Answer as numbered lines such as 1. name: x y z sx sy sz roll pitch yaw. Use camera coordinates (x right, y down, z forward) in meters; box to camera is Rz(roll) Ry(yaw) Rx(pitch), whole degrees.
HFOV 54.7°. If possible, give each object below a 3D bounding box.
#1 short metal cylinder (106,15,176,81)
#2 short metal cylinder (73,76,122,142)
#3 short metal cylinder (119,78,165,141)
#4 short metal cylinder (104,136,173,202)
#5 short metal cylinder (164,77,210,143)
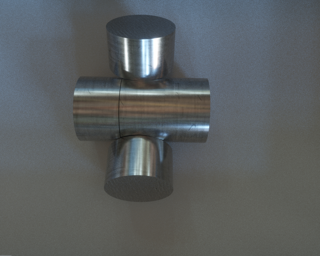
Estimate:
1. short metal cylinder: -0.023 -0.099 0.375 0.081 0.080 0.050 2 128 0
2. short metal cylinder: -0.071 -0.023 0.382 0.050 0.080 0.080 1 90 0
3. short metal cylinder: -0.020 -0.023 0.382 0.050 0.080 0.080 1 90 0
4. short metal cylinder: -0.025 0.051 0.375 0.081 0.080 0.050 0 56 0
5. short metal cylinder: 0.031 -0.022 0.383 0.050 0.080 0.080 1 90 0
